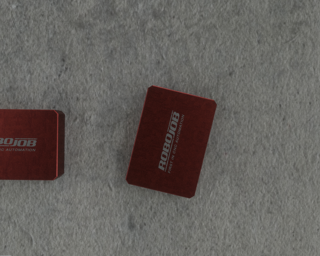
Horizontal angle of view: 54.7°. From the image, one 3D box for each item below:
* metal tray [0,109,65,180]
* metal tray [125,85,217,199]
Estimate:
[{"bbox_3d":[-0.195,0.021,0.405,0.131,0.030,0.089,1,90,-1],"label":"metal tray"},{"bbox_3d":[0.014,0.018,0.408,0.091,0.030,0.129,14,90,-1],"label":"metal tray"}]
